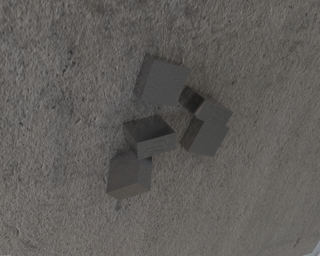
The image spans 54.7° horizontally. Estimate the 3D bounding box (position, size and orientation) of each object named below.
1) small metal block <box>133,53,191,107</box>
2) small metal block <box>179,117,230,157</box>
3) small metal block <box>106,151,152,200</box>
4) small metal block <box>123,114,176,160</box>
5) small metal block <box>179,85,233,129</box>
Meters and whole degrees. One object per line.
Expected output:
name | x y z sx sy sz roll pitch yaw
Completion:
small metal block | 0.001 -0.057 0.372 0.050 0.025 0.050 7 115 -32
small metal block | 0.065 0.011 0.449 0.050 0.025 0.050 14 111 -34
small metal block | -0.039 0.059 0.393 0.050 0.050 0.025 -22 136 27
small metal block | -0.014 0.010 0.389 0.050 0.050 0.025 -14 124 -21
small metal block | 0.058 -0.028 0.405 0.050 0.050 0.025 19 109 -36
